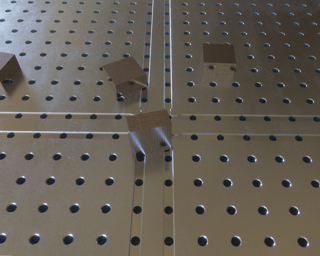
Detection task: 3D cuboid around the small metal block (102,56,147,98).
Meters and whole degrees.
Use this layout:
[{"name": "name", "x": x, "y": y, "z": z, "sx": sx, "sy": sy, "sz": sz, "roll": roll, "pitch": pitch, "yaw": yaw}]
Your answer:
[{"name": "small metal block", "x": -0.054, "y": -0.079, "z": 0.473, "sx": 0.050, "sy": 0.025, "sz": 0.050, "roll": -23, "pitch": 54, "yaw": -19}]

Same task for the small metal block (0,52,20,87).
[{"name": "small metal block", "x": -0.259, "y": -0.094, "z": 0.483, "sx": 0.050, "sy": 0.025, "sz": 0.050, "roll": 11, "pitch": 51, "yaw": 8}]

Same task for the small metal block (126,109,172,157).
[{"name": "small metal block", "x": -0.013, "y": 0.007, "z": 0.386, "sx": 0.050, "sy": 0.050, "sz": 0.025, "roll": -11, "pitch": 51, "yaw": -9}]

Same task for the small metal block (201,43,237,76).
[{"name": "small metal block", "x": 0.094, "y": -0.111, "z": 0.502, "sx": 0.050, "sy": 0.025, "sz": 0.050, "roll": 3, "pitch": 50, "yaw": 2}]
